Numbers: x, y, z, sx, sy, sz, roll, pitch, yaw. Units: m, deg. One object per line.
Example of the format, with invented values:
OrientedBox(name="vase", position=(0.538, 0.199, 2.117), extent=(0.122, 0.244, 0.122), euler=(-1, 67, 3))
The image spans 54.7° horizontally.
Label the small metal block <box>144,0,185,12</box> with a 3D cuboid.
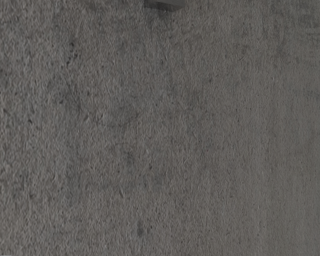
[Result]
OrientedBox(name="small metal block", position=(0.005, -0.185, 0.408), extent=(0.050, 0.025, 0.050), euler=(-8, 95, -40))
